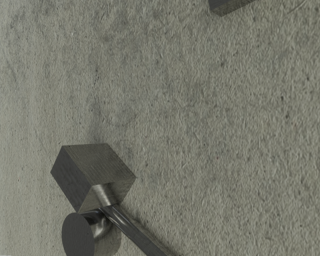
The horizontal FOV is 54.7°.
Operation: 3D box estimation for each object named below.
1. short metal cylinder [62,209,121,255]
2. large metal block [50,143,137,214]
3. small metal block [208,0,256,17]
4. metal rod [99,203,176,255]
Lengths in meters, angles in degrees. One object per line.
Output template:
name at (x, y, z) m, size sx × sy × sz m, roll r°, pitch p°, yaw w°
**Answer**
short metal cylinder at (-0.105, 0.164, 0.473) m, size 0.080 × 0.050 × 0.079 m, roll 0°, pitch 90°, yaw 39°
large metal block at (-0.095, 0.068, 0.445) m, size 0.080 × 0.081 × 0.050 m, roll 44°, pitch 116°, yaw 30°
small metal block at (0.078, -0.159, 0.339) m, size 0.050 × 0.025 × 0.050 m, roll -15°, pitch 80°, yaw 38°
metal rod at (-0.062, 0.128, 0.453) m, size 0.300 × 0.025 × 0.025 m, roll 31°, pitch 109°, yaw 35°
